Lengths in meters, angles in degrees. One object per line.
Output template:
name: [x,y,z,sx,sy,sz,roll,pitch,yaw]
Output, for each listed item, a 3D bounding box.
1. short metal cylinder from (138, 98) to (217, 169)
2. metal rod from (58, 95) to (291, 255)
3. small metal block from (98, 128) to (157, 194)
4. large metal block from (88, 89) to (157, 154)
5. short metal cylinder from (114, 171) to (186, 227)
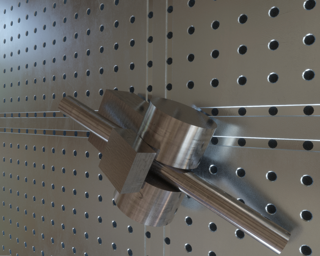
short metal cylinder: [0.018,0.004,0.355,0.080,0.081,0.050,35,111,34]
metal rod: [0.000,0.041,0.353,0.300,0.025,0.025,31,110,19]
small metal block: [-0.036,0.034,0.332,0.050,0.025,0.050,40,115,42]
large metal block: [-0.044,0.002,0.422,0.080,0.050,0.079,36,112,34]
short metal cylinder: [-0.010,0.072,0.376,0.080,0.081,0.050,37,113,34]
